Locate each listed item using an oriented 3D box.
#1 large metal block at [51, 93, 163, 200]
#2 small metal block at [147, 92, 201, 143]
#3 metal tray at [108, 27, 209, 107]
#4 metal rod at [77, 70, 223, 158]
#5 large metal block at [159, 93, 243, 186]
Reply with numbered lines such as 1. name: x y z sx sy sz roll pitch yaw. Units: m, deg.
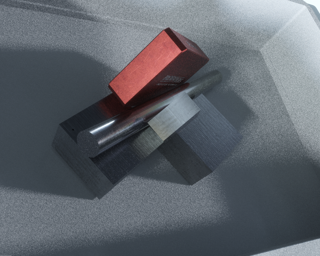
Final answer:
1. large metal block: -0.058 0.018 0.344 0.080 0.050 0.080 47 51 5
2. small metal block: 0.016 -0.009 0.341 0.050 0.050 0.025 -40 83 -2
3. metal tray: 0.005 -0.068 0.373 0.030 0.090 0.131 52 19 7
4. metal rod: 0.014 -0.034 0.386 0.025 0.025 0.302 49 36 6
5. large metal block: 0.048 0.014 0.407 0.080 0.050 0.080 47 51 5
